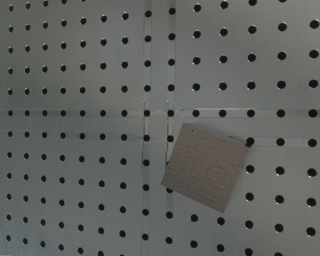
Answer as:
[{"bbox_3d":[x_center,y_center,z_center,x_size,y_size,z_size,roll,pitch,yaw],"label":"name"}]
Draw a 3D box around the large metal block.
[{"bbox_3d":[0.058,0.045,0.379,0.080,0.050,0.080,22,97,18],"label":"large metal block"}]
